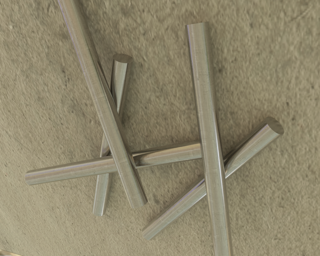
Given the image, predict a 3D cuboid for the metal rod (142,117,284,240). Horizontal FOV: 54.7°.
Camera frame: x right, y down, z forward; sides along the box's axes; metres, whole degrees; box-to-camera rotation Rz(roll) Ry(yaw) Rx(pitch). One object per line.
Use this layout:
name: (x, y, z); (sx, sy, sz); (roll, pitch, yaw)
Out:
metal rod: (0.053, 0.088, 0.431); (0.025, 0.025, 0.298); (39, 129, 1)

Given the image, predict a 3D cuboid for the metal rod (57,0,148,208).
metal rod: (-0.072, -0.038, 0.387); (0.025, 0.025, 0.298); (-10, 103, 32)

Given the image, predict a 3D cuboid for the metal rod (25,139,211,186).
metal rod: (-0.073, 0.053, 0.445); (0.301, 0.025, 0.025); (-12, 113, 22)

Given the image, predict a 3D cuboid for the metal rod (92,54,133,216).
metal rod: (-0.077, 0.031, 0.464); (0.025, 0.025, 0.298); (25, 127, 12)

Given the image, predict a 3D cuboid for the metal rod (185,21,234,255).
metal rod: (0.062, 0.032, 0.365); (0.025, 0.025, 0.298); (0, 110, 28)
